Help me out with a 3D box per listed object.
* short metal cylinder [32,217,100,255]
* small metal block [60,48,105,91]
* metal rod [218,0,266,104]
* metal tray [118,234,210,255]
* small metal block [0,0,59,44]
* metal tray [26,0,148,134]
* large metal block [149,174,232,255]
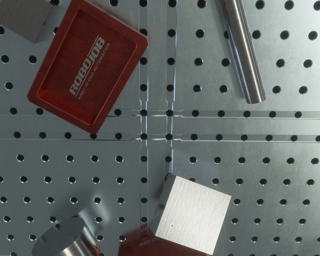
[{"bbox_3d":[-0.134,0.176,0.448,0.080,0.080,0.050,-21,109,7],"label":"short metal cylinder"},{"bbox_3d":[-0.095,-0.074,0.385,0.050,0.025,0.050,-2,110,0],"label":"small metal block"},{"bbox_3d":[0.074,-0.168,0.351,0.025,0.025,0.299,-19,109,7],"label":"metal rod"},{"bbox_3d":[0.009,0.209,0.488,0.130,0.030,0.090,-24,109,8],"label":"metal tray"},{"bbox_3d":[-0.156,-0.135,0.362,0.050,0.025,0.050,30,107,-11],"label":"small metal block"},{"bbox_3d":[-0.083,-0.068,0.357,0.090,0.030,0.129,29,107,-11],"label":"metal tray"},{"bbox_3d":[0.040,0.116,0.426,0.080,0.050,0.080,22,81,-8],"label":"large metal block"}]
